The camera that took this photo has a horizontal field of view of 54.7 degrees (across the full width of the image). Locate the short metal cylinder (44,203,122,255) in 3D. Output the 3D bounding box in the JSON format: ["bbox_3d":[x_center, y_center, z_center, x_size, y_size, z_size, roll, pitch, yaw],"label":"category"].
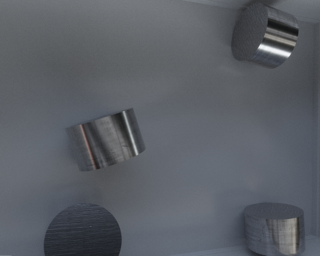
[{"bbox_3d":[-0.088,0.130,0.350,0.081,0.050,0.080,9,62,-17],"label":"short metal cylinder"}]

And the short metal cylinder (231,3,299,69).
[{"bbox_3d":[0.145,-0.128,0.436,0.050,0.080,0.080,10,87,-20],"label":"short metal cylinder"}]

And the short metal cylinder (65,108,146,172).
[{"bbox_3d":[-0.062,0.012,0.359,0.081,0.080,0.050,-19,97,-19],"label":"short metal cylinder"}]

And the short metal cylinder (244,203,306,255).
[{"bbox_3d":[0.164,0.143,0.444,0.081,0.080,0.050,-4,92,-20],"label":"short metal cylinder"}]
